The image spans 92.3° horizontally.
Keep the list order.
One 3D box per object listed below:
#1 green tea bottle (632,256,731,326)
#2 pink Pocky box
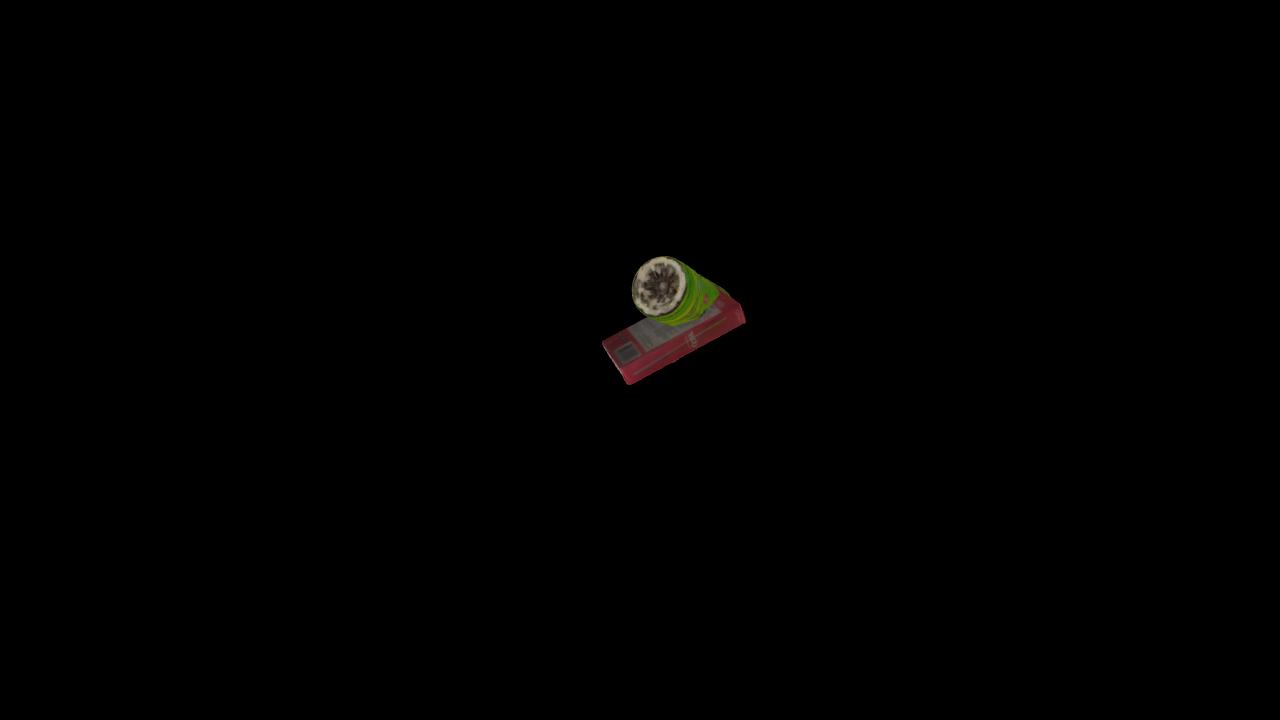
[{"bbox_3d":[0.066,-0.067,0.742,0.073,0.073,0.212,0,-6,26],"label":"green tea bottle"},{"bbox_3d":[0.037,-0.033,0.717,0.155,0.029,0.084,-29,29,-5],"label":"pink Pocky box"}]
